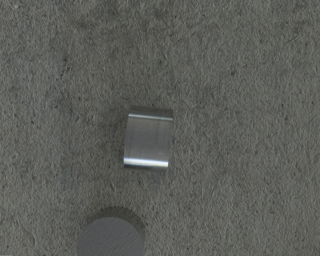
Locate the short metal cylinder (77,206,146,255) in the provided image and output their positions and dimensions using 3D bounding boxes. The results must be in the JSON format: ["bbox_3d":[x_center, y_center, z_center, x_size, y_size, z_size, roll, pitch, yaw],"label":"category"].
[{"bbox_3d":[-0.060,0.147,0.397,0.081,0.050,0.080,0,90,0],"label":"short metal cylinder"}]

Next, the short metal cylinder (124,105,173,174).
[{"bbox_3d":[-0.013,0.014,0.382,0.050,0.080,0.080,6,90,0],"label":"short metal cylinder"}]
